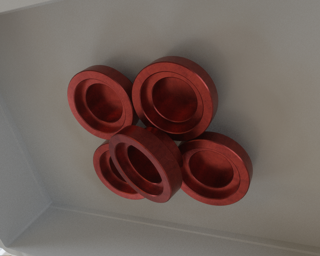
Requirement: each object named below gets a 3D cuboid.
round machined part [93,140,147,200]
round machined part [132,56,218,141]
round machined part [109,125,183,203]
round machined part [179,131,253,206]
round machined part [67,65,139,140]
[{"bbox_3d":[-0.044,0.053,0.450,0.098,0.042,0.097,13,124,20],"label":"round machined part"},{"bbox_3d":[0.020,-0.037,0.361,0.098,0.042,0.097,13,124,20],"label":"round machined part"},{"bbox_3d":[-0.012,0.037,0.368,0.098,0.042,0.097,30,141,28],"label":"round machined part"},{"bbox_3d":[0.066,0.046,0.388,0.098,0.042,0.097,13,124,20],"label":"round machined part"},{"bbox_3d":[-0.068,-0.036,0.407,0.098,0.042,0.097,13,124,20],"label":"round machined part"}]
